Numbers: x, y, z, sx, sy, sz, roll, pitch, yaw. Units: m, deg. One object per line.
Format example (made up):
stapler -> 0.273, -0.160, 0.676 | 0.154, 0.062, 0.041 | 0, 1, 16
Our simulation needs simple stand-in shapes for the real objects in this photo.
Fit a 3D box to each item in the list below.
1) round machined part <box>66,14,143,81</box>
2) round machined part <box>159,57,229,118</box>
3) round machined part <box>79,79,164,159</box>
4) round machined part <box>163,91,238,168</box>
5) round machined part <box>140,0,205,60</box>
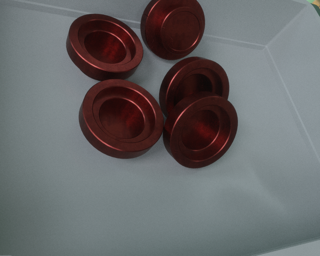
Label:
round machined part -> -0.076, -0.102, 0.416 | 0.099, 0.042, 0.098 | 14, 56, -21
round machined part -> 0.043, -0.049, 0.425 | 0.099, 0.097, 0.042 | 0, 21, -28
round machined part -> -0.048, -0.007, 0.373 | 0.099, 0.042, 0.098 | 14, 56, -21
round machined part -> 0.047, -0.001, 0.397 | 0.099, 0.097, 0.042 | 0, 23, -28
round machined part -> 0.024, -0.147, 0.458 | 0.099, 0.097, 0.042 | 2, 28, -27
